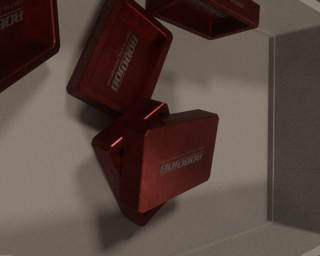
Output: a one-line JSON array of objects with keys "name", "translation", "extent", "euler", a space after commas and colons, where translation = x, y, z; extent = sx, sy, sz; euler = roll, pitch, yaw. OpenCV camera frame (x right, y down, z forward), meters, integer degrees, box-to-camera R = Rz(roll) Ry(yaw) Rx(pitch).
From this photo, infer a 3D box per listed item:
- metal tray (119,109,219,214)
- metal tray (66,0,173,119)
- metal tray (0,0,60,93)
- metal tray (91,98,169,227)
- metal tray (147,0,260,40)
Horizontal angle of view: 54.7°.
[{"name": "metal tray", "translation": [0.015, 0.031, 0.351], "extent": [0.131, 0.030, 0.089], "euler": [-13, 115, -47]}, {"name": "metal tray", "translation": [-0.042, -0.080, 0.368], "extent": [0.090, 0.030, 0.130], "euler": [30, 71, -36]}, {"name": "metal tray", "translation": [-0.126, -0.080, 0.235], "extent": [0.130, 0.030, 0.089], "euler": [-65, 167, -52]}, {"name": "metal tray", "translation": [-0.018, 0.042, 0.364], "extent": [0.090, 0.030, 0.129], "euler": [-42, 133, -32]}, {"name": "metal tray", "translation": [0.060, -0.159, 0.416], "extent": [0.131, 0.090, 0.030], "euler": [7, 86, -40]}]
